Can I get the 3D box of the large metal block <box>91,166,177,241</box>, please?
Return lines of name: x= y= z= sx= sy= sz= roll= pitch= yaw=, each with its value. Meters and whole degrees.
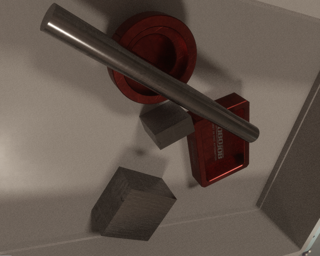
large metal block: x=-0.037 y=0.110 z=0.442 sx=0.080 sy=0.050 sz=0.080 roll=23 pitch=106 yaw=-37

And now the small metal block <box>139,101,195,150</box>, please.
small metal block: x=0.008 y=-0.006 z=0.395 sx=0.050 sy=0.050 sz=0.025 roll=-28 pitch=128 yaw=-11

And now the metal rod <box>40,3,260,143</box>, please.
metal rod: x=0.019 y=-0.040 z=0.341 sx=0.302 sy=0.025 sz=0.025 roll=24 pitch=105 yaw=-38

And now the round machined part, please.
round machined part: x=-0.012 y=-0.079 z=0.343 sx=0.099 sy=0.042 sz=0.097 roll=-14 pitch=125 yaw=-21

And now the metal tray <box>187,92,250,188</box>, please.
metal tray: x=0.089 y=0.021 z=0.469 sx=0.091 sy=0.030 sz=0.129 roll=-23 pitch=127 yaw=-15
